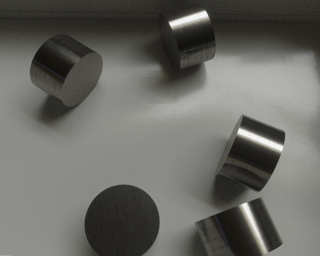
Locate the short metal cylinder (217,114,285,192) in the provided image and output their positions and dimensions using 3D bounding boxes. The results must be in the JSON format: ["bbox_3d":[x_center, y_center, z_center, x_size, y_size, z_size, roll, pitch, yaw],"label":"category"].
[{"bbox_3d":[0.106,0.030,0.370,0.050,0.080,0.080,23,72,8],"label":"short metal cylinder"}]

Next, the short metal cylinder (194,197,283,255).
[{"bbox_3d":[0.085,0.114,0.339,0.080,0.080,0.050,-19,71,-7],"label":"short metal cylinder"}]

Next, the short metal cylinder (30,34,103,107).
[{"bbox_3d":[-0.121,-0.075,0.407,0.050,0.080,0.080,32,73,11],"label":"short metal cylinder"}]

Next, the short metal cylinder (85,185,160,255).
[{"bbox_3d":[-0.041,0.109,0.356,0.081,0.050,0.080,0,70,0],"label":"short metal cylinder"}]

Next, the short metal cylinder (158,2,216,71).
[{"bbox_3d":[0.036,-0.124,0.426,0.050,0.080,0.080,-21,72,-7],"label":"short metal cylinder"}]
